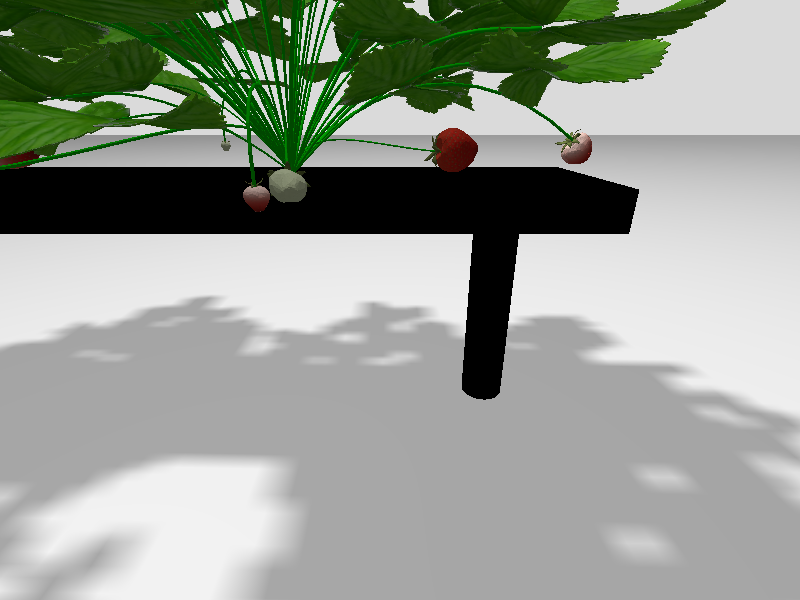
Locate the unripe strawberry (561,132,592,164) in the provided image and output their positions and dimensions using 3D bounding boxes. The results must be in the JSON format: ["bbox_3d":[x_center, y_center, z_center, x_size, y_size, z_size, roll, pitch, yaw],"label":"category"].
[{"bbox_3d":[0.174,-0.146,0.391,0.028,0.029,0.026,35,10,-26],"label":"unripe strawberry"}]

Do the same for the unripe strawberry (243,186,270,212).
[{"bbox_3d":[-0.066,-0.047,0.185,0.012,0.012,0.010,-3,24,-8],"label":"unripe strawberry"}]

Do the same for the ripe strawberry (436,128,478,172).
[{"bbox_3d":[0.051,-0.133,0.356,0.038,0.037,0.035,-4,24,-11],"label":"ripe strawberry"}]

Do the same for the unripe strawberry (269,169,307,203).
[{"bbox_3d":[-0.057,-0.057,0.203,0.019,0.016,0.019,-5,32,-12],"label":"unripe strawberry"}]

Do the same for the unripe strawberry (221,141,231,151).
[{"bbox_3d":[-0.210,-0.185,0.482,0.011,0.011,0.010,-16,29,-32],"label":"unripe strawberry"}]

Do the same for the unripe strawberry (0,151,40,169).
[{"bbox_3d":[-0.342,-0.133,0.353,0.040,0.034,0.039,-3,24,-7],"label":"unripe strawberry"}]
